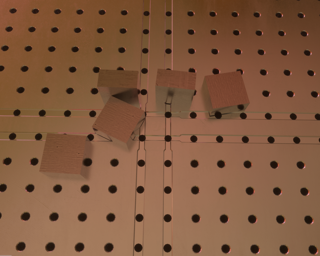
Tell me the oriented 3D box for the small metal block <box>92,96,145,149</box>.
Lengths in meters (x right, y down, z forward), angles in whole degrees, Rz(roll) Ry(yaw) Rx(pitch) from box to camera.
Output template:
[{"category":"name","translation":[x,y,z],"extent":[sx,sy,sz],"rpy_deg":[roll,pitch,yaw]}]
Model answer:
[{"category":"small metal block","translation":[-0.054,-0.008,0.414],"extent":[0.050,0.025,0.050],"rpy_deg":[25,72,8]}]

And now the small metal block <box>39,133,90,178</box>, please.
[{"category":"small metal block","translation":[-0.120,0.036,0.397],"extent":[0.050,0.025,0.050],"rpy_deg":[4,70,1]}]

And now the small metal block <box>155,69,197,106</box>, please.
[{"category":"small metal block","translation":[0.021,-0.054,0.419],"extent":[0.050,0.050,0.025],"rpy_deg":[7,70,2]}]

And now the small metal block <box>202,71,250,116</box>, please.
[{"category":"small metal block","translation":[0.091,-0.048,0.431],"extent":[0.050,0.025,0.050],"rpy_deg":[-9,70,-4]}]

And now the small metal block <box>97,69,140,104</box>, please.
[{"category":"small metal block","translation":[-0.054,-0.054,0.418],"extent":[0.050,0.050,0.025],"rpy_deg":[2,70,0]}]
